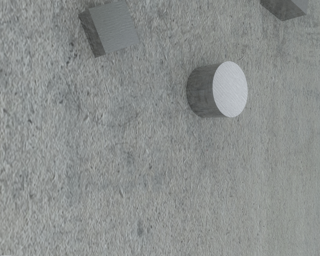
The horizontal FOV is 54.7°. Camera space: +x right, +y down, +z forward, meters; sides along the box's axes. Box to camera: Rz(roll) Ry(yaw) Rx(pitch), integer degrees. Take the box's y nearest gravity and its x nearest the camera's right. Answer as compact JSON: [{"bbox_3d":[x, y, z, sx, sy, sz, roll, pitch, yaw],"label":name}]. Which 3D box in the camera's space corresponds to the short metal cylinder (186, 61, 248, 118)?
[{"bbox_3d":[0.085,-0.055,0.460,0.081,0.050,0.079,0,90,-40],"label":"short metal cylinder"}]

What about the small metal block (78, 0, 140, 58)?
[{"bbox_3d":[-0.058,-0.114,0.356,0.050,0.025,0.050,-32,110,-36],"label":"small metal block"}]

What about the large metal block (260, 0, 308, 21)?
[{"bbox_3d":[0.239,-0.263,0.588,0.081,0.050,0.080,14,81,-39],"label":"large metal block"}]
